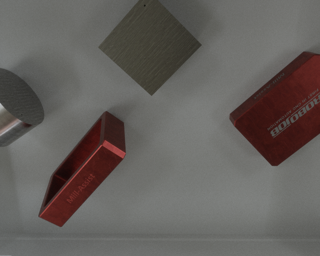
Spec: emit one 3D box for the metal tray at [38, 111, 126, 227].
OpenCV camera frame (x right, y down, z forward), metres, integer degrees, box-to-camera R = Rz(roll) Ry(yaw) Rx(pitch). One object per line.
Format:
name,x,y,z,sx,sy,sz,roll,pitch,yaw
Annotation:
metal tray,-0.096,0.049,0.391,0.030,0.090,0.130,36,106,-22

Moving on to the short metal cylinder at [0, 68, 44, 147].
short metal cylinder,-0.188,-0.024,0.370,0.050,0.080,0.080,-33,107,11

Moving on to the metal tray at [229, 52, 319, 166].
metal tray,0.169,-0.023,0.403,0.130,0.030,0.090,-42,105,13

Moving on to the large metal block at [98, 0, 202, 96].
large metal block,-0.011,-0.098,0.362,0.080,0.050,0.080,42,105,-14
